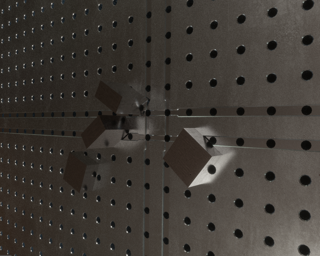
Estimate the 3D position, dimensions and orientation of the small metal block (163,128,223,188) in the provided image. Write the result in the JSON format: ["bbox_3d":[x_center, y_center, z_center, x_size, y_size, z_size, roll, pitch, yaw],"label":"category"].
[{"bbox_3d":[0.039,0.035,0.376,0.050,0.025,0.050,47,118,29],"label":"small metal block"}]

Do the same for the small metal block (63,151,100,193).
[{"bbox_3d":[-0.132,0.072,0.515,0.050,0.025,0.050,27,107,36],"label":"small metal block"}]

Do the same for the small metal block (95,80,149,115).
[{"bbox_3d":[-0.054,-0.042,0.435,0.050,0.050,0.025,38,113,33],"label":"small metal block"}]

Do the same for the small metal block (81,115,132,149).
[{"bbox_3d":[-0.079,0.006,0.456,0.050,0.050,0.025,-41,65,32],"label":"small metal block"}]
